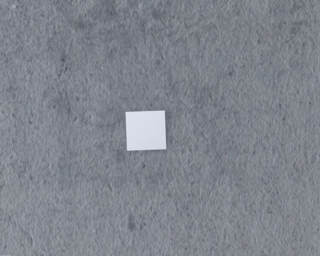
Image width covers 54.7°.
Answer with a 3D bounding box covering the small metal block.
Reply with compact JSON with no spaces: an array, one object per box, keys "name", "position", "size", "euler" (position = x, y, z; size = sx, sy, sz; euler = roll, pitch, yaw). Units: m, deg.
[{"name":"small metal block","position":[-0.018,0.003,0.410],"size":[0.050,0.025,0.050],"euler":[-2,90,-1]}]
